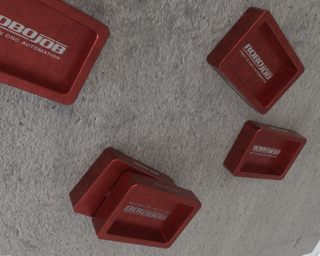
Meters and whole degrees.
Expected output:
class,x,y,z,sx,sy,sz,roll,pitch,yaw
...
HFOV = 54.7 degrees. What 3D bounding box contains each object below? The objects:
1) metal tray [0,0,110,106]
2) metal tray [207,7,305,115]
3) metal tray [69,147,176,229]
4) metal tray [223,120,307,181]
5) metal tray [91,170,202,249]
class,x,y,z,sx,sy,sz,roll,pitch,yaw
metal tray,-0.124,-0.084,0.283,0.131,0.030,0.090,21,107,-36
metal tray,0.134,-0.086,0.423,0.090,0.030,0.130,-50,129,7
metal tray,-0.046,0.091,0.434,0.130,0.030,0.090,33,100,-38
metal tray,0.180,0.042,0.527,0.131,0.030,0.089,10,113,-33
metal tray,-0.015,0.117,0.427,0.131,0.030,0.090,25,104,-37
